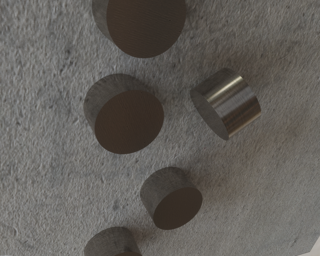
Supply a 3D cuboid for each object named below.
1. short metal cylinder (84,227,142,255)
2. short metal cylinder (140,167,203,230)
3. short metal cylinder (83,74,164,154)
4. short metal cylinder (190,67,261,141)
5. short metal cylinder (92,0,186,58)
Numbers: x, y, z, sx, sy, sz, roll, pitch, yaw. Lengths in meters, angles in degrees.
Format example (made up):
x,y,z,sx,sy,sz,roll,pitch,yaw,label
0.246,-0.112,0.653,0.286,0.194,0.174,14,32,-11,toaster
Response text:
x,y,z,sx,sy,sz,roll,pitch,yaw,label
-0.071,0.201,0.478,0.081,0.050,0.079,-14,125,-21,short metal cylinder
0.016,0.106,0.467,0.081,0.050,0.079,-14,125,-21,short metal cylinder
-0.042,-0.017,0.358,0.081,0.050,0.079,-14,125,-21,short metal cylinder
0.083,-0.031,0.400,0.050,0.080,0.080,-35,129,-5,short metal cylinder
-0.021,-0.116,0.308,0.081,0.050,0.079,-14,125,-21,short metal cylinder
